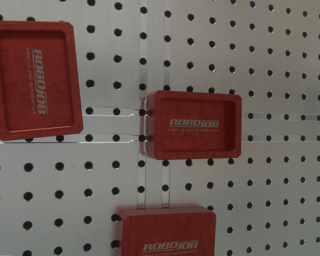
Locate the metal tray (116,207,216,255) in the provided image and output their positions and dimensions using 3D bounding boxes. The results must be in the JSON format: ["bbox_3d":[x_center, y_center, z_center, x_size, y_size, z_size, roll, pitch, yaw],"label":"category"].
[{"bbox_3d":[0.009,0.156,0.415,0.131,0.030,0.089,3,89,-21],"label":"metal tray"}]

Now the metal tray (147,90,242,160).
[{"bbox_3d":[0.049,-0.003,0.429,0.131,0.030,0.089,1,90,-21],"label":"metal tray"}]

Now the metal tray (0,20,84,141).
[{"bbox_3d":[-0.142,-0.054,0.357,0.091,0.030,0.129,-6,92,-20],"label":"metal tray"}]
